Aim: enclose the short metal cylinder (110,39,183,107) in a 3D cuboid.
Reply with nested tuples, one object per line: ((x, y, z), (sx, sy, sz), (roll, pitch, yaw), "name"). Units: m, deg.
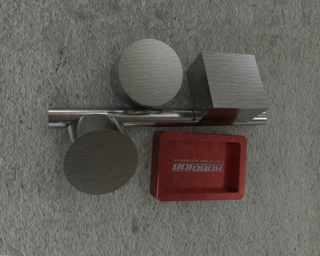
((-0.018, -0.066, 0.390), (0.081, 0.050, 0.080), (0, 90, -20), "short metal cylinder")

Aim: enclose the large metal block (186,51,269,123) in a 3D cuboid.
((0.088, -0.053, 0.416), (0.081, 0.050, 0.080), (-1, 69, -20), "large metal block")

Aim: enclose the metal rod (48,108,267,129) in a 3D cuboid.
((0.011, -0.014, 0.416), (0.303, 0.025, 0.025), (-1, 91, -20), "metal rod")

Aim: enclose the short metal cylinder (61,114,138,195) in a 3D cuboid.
((-0.071, 0.029, 0.358), (0.081, 0.050, 0.079), (-8, 113, -18), "short metal cylinder")

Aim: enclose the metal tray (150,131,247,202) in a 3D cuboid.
((0.055, 0.052, 0.427), (0.131, 0.030, 0.089), (4, 89, -20), "metal tray")
